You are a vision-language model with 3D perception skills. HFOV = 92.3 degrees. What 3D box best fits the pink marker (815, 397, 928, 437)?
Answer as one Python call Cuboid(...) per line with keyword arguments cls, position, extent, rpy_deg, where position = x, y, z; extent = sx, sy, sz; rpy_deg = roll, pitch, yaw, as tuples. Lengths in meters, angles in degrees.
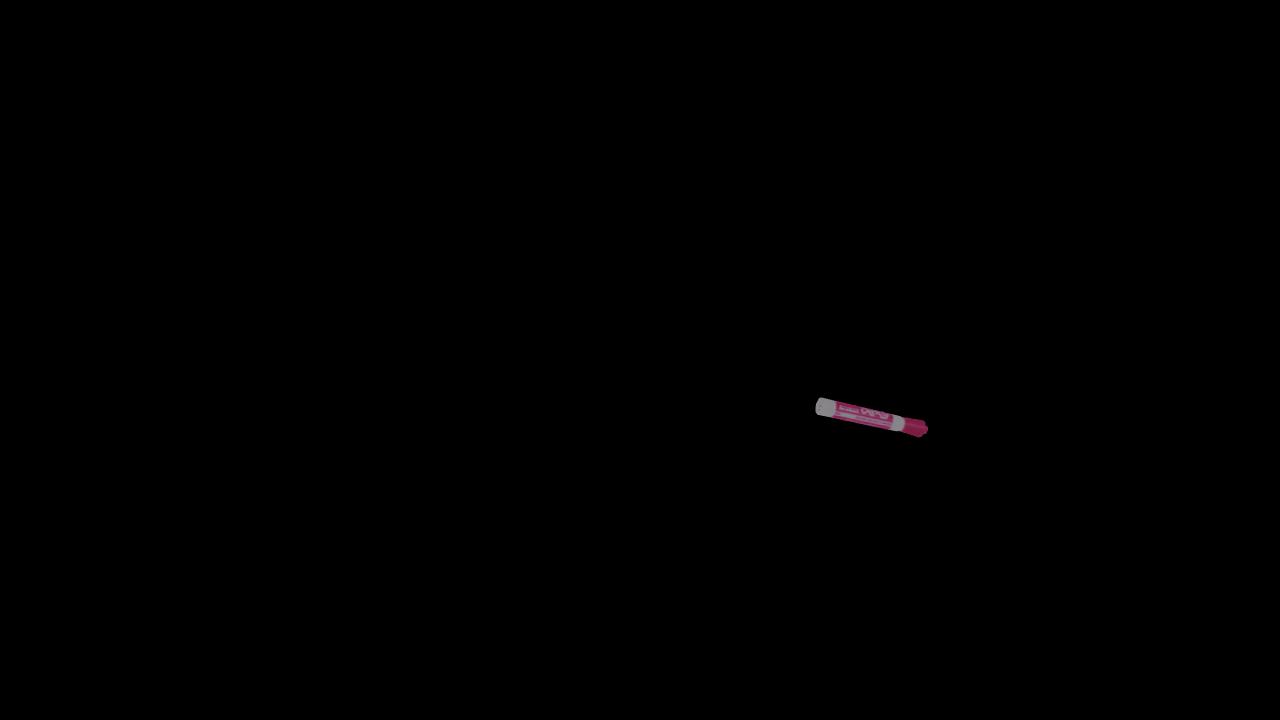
Cuboid(cls="pink marker", position=(0.247, 0.061, 0.653), extent=(0.121, 0.020, 0.020), rpy_deg=(12, -1, -4))
